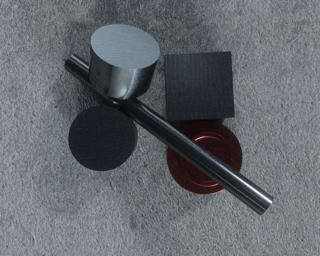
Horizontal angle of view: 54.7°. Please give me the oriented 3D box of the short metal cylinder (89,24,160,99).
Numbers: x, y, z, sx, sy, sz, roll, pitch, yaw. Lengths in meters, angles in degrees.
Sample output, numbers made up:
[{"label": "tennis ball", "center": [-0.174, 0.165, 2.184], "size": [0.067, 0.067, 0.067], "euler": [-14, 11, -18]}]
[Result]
[{"label": "short metal cylinder", "center": [-0.045, -0.082, 0.379], "size": [0.081, 0.050, 0.080], "euler": [9, 51, -11]}]

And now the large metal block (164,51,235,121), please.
[{"label": "large metal block", "center": [0.048, -0.051, 0.397], "size": [0.081, 0.050, 0.080], "euler": [-3, 90, 0]}]

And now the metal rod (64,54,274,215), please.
[{"label": "metal rod", "center": [0.001, 0.000, 0.377], "size": [0.300, 0.025, 0.025], "euler": [36, 90, 13]}]

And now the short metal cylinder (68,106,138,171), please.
[{"label": "short metal cylinder", "center": [-0.071, 0.012, 0.399], "size": [0.081, 0.050, 0.080], "euler": [0, 90, 0]}]

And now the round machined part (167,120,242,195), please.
[{"label": "round machined part", "center": [0.058, 0.038, 0.402], "size": [0.099, 0.042, 0.097], "euler": [0, 90, 0]}]
